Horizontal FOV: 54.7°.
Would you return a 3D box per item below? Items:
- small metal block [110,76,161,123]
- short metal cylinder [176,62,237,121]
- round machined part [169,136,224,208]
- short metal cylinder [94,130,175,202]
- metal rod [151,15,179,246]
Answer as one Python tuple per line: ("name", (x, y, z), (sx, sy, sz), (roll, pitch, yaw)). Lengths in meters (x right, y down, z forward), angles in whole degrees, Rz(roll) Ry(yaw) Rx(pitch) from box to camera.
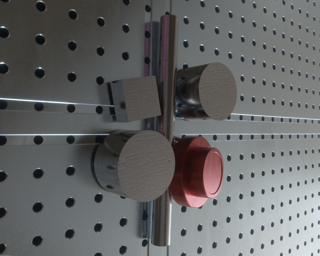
("small metal block", (-0.029, -0.036, 0.380), (0.050, 0.025, 0.050), (-15, 99, -39))
("short metal cylinder", (0.064, -0.050, 0.442), (0.081, 0.050, 0.079), (0, 90, -40))
("round machined part", (0.055, 0.060, 0.424), (0.099, 0.042, 0.097), (1, 89, -56))
("short metal cylinder", (-0.029, 0.042, 0.363), (0.081, 0.050, 0.079), (0, 90, -40))
("metal rod", (0.007, 0.002, 0.410), (0.025, 0.025, 0.298), (4, 88, -40))
